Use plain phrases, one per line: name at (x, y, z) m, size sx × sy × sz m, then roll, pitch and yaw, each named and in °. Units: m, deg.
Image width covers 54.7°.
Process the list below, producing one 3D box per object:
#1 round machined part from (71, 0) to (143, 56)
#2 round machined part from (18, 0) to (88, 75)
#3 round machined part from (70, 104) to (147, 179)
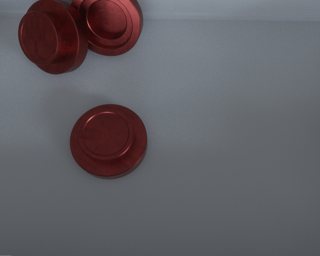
round machined part at (-0.072, -0.155, 0.434) m, size 0.099 × 0.097 × 0.042 m, roll 9°, pitch 41°, yaw 3°
round machined part at (-0.148, -0.120, 0.414) m, size 0.098 × 0.042 × 0.097 m, roll 9°, pitch 111°, yaw 24°
round machined part at (-0.066, 0.014, 0.395) m, size 0.099 × 0.042 × 0.098 m, roll 0°, pitch 70°, yaw 0°
